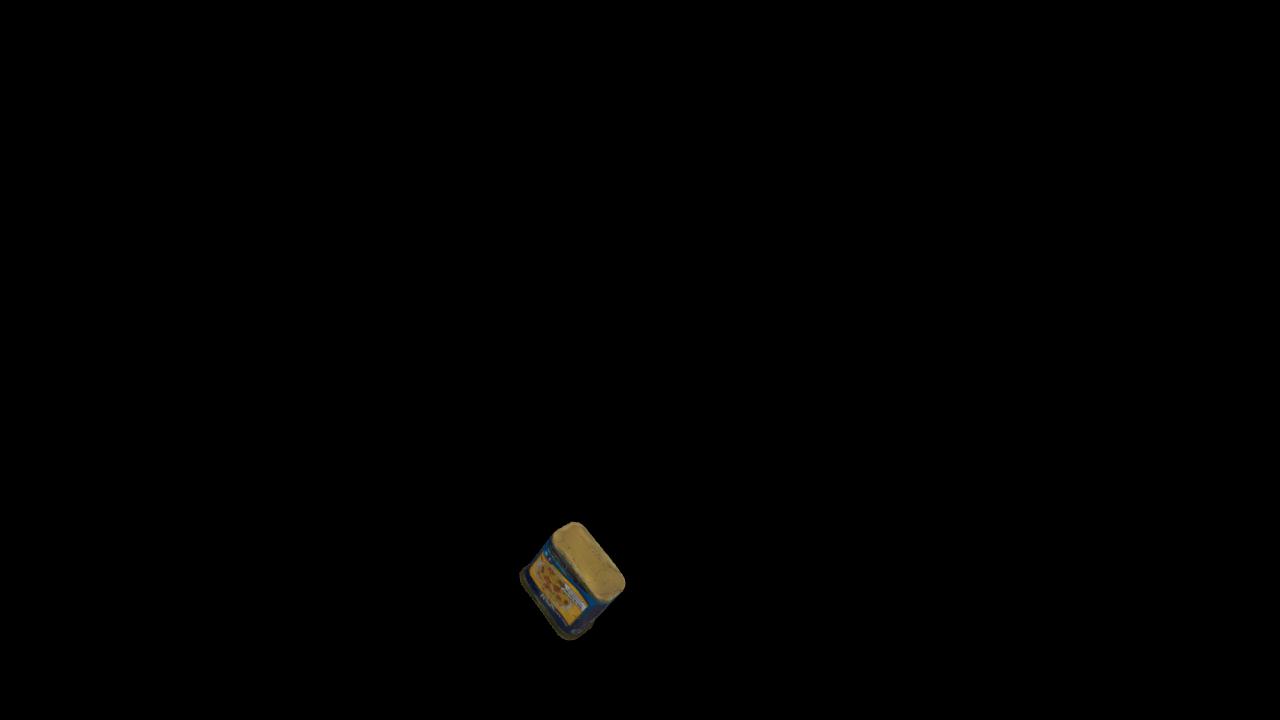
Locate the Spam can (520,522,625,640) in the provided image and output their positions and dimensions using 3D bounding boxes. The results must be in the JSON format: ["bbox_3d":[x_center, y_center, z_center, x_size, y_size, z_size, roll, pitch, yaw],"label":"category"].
[{"bbox_3d":[-0.076,0.248,0.695,0.101,0.085,0.058,46,33,18],"label":"Spam can"}]
